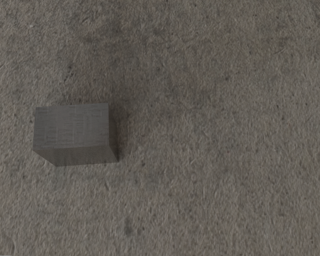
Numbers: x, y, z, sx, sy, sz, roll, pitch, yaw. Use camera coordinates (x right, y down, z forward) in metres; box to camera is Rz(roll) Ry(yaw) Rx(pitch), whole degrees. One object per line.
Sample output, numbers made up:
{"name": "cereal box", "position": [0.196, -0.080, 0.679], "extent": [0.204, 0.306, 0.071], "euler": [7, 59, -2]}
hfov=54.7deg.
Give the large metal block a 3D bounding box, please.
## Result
{"name": "large metal block", "position": [-0.096, 0.011, 0.374], "extent": [0.081, 0.080, 0.050], "euler": [-4, 70, -2]}
